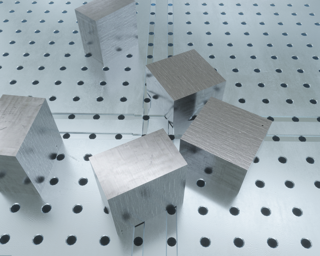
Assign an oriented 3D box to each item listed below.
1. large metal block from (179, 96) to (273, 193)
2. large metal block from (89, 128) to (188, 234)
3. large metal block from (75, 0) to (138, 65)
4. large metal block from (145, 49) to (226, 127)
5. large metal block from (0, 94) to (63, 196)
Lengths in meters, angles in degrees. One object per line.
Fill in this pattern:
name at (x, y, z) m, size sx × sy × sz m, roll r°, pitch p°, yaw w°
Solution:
large metal block at (0.078, 0.018, 0.377) m, size 0.080 × 0.050 × 0.080 m, roll 25°, pitch 54°, yaw 19°
large metal block at (-0.021, 0.057, 0.324) m, size 0.081 × 0.080 × 0.050 m, roll -22°, pitch 53°, yaw -17°
large metal block at (-0.084, -0.165, 0.511) m, size 0.050 × 0.080 × 0.080 m, roll 35°, pitch 58°, yaw 26°
large metal block at (0.034, -0.059, 0.442) m, size 0.081 × 0.050 × 0.080 m, roll -22°, pitch 54°, yaw -18°
large metal block at (-0.158, 0.020, 0.355) m, size 0.050 × 0.080 × 0.080 m, roll 5°, pitch 50°, yaw 5°
